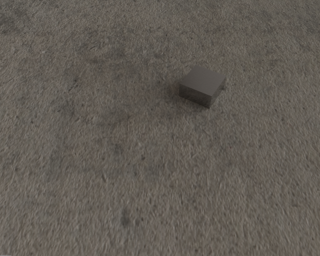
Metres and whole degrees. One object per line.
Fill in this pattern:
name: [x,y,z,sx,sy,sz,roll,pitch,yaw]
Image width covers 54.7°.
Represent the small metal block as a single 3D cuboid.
small metal block: [0.063,-0.062,0.456,0.050,0.025,0.050,25,54,19]
